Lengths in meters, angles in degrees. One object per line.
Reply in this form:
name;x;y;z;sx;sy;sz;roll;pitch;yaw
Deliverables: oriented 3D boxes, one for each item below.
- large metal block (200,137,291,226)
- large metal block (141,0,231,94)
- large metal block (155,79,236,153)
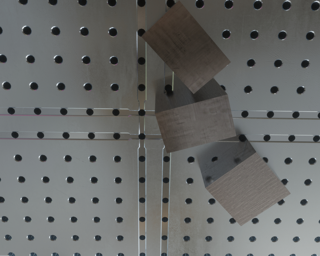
large metal block;0.116;0.074;0.429;0.080;0.050;0.080;-39;106;12
large metal block;0.027;-0.093;0.350;0.050;0.080;0.080;-41;106;13
large metal block;0.040;-0.017;0.378;0.080;0.080;0.050;-15;110;5
